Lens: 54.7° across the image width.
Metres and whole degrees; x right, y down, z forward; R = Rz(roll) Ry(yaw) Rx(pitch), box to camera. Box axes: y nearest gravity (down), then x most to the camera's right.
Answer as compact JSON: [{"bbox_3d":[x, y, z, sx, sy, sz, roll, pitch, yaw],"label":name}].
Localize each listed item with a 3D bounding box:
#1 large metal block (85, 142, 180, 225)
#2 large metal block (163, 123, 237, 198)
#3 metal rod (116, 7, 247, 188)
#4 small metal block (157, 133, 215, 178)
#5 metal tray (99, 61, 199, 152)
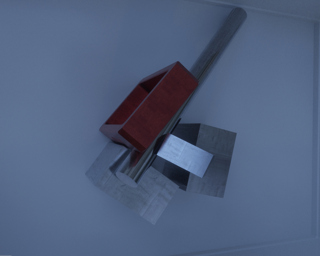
[{"bbox_3d":[-0.036,0.062,0.369,0.080,0.080,0.050,38,78,-17],"label":"large metal block"},{"bbox_3d":[0.047,0.039,0.400,0.050,0.080,0.080,14,85,-20],"label":"large metal block"},{"bbox_3d":[0.041,-0.057,0.377,0.025,0.025,0.301,43,59,-15],"label":"metal rod"},{"bbox_3d":[0.029,0.029,0.329,0.050,0.050,0.025,26,89,13],"label":"small metal block"},{"bbox_3d":[-0.019,-0.021,0.346,0.030,0.130,0.090,42,78,-15],"label":"metal tray"}]
